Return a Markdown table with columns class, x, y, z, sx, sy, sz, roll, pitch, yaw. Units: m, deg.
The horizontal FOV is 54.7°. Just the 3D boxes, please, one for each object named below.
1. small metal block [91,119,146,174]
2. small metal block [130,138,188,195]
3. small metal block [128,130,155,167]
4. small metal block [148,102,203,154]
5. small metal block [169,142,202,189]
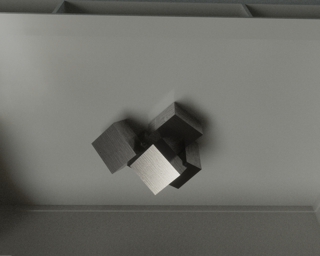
| class | x | y | z | sx | sy | sz | roll | pitch | yaw |
| --- | --- | --- | --- | --- | --- | --- | --- | --- | --- |
| small metal block | -0.055 | 0.025 | 0.411 | 0.050 | 0.025 | 0.050 | -40 | 82 | 28 |
| small metal block | -0.002 | 0.050 | 0.401 | 0.050 | 0.025 | 0.050 | 49 | 121 | 5 |
| small metal block | -0.019 | 0.038 | 0.439 | 0.050 | 0.025 | 0.050 | 35 | 122 | -26 |
| small metal block | 0.020 | 0.002 | 0.409 | 0.050 | 0.025 | 0.050 | 35 | 122 | -26 |
| small metal block | 0.030 | 0.048 | 0.432 | 0.025 | 0.050 | 0.050 | 29 | 124 | -22 |
